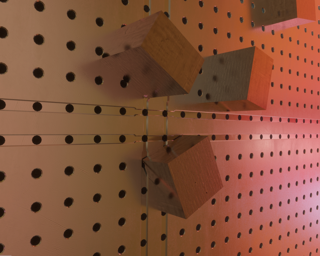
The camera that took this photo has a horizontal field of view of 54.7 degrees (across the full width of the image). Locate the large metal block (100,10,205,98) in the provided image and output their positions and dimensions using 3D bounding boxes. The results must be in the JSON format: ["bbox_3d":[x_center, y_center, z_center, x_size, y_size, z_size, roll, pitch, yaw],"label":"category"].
[{"bbox_3d":[-0.009,-0.081,0.368,0.080,0.080,0.050,40,66,-33],"label":"large metal block"}]

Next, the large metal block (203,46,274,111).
[{"bbox_3d":[0.120,-0.071,0.476,0.050,0.080,0.080,19,78,-39],"label":"large metal block"}]

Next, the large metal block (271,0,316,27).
[{"bbox_3d":[0.267,-0.252,0.620,0.081,0.050,0.079,-11,97,-40],"label":"large metal block"}]

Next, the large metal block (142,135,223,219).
[{"bbox_3d":[0.033,0.063,0.423,0.081,0.050,0.080,-30,109,-36],"label":"large metal block"}]
